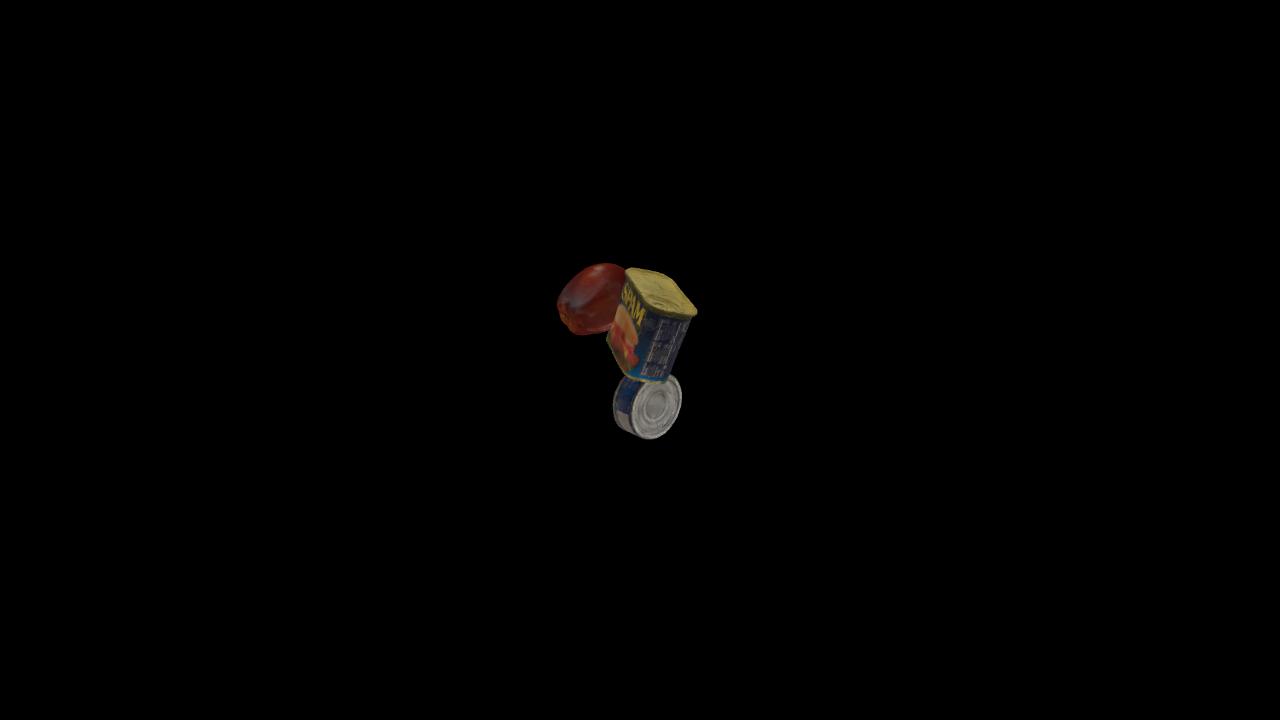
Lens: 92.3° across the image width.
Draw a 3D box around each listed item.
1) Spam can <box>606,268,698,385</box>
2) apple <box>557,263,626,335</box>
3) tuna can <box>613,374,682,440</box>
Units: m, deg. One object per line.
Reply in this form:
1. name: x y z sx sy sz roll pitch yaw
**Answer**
1. Spam can: 0.008 -0.036 0.642 0.058 0.085 0.101 8 29 -23
2. apple: -0.046 -0.067 0.684 0.093 0.079 0.079 -36 17 -24
3. tuna can: 0.010 0.050 0.722 0.084 0.084 0.034 0 14 -43
